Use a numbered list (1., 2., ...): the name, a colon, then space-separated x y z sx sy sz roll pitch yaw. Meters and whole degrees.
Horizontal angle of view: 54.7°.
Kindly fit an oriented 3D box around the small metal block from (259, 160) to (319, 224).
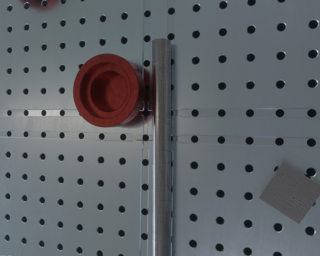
1. small metal block: 0.151 0.073 0.359 0.050 0.025 0.050 33 101 17

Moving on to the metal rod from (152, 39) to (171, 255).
1. metal rod: 0.002 0.034 0.411 0.025 0.025 0.298 0 90 20

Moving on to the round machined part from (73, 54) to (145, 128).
1. round machined part: -0.066 -0.049 0.427 0.098 0.042 0.097 0 90 20
